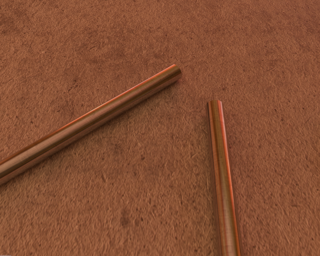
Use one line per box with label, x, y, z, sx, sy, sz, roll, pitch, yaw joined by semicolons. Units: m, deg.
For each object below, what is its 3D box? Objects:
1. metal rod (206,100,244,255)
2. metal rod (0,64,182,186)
metal rod;0.070;0.085;0.332;0.025;0.025;0.300;2;50;1
metal rod;-0.089;-0.011;0.411;0.302;0.025;0.025;-34;58;-25
